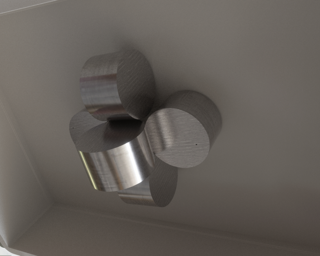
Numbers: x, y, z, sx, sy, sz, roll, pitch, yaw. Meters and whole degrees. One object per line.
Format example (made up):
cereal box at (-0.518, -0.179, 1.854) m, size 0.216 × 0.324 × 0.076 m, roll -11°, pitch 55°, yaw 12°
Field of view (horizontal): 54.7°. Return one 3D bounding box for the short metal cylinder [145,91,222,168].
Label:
short metal cylinder at (0.029, 0.001, 0.375) m, size 0.080 × 0.050 × 0.079 m, roll 13°, pitch 124°, yaw 21°

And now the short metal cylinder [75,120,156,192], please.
short metal cylinder at (-0.050, 0.028, 0.358) m, size 0.080 × 0.080 × 0.050 m, roll -1°, pitch 118°, yaw 29°

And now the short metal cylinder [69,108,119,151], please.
short metal cylinder at (-0.078, 0.002, 0.432) m, size 0.080 × 0.050 × 0.079 m, roll 13°, pitch 124°, yaw 21°

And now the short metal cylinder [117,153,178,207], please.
short metal cylinder at (-0.016, 0.064, 0.419) m, size 0.050 × 0.080 × 0.080 m, roll -2°, pitch 117°, yaw 29°

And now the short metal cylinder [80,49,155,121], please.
short metal cylinder at (-0.047, -0.049, 0.365) m, size 0.050 × 0.080 × 0.080 m, roll -2°, pitch 117°, yaw 29°
